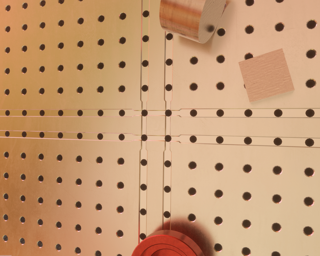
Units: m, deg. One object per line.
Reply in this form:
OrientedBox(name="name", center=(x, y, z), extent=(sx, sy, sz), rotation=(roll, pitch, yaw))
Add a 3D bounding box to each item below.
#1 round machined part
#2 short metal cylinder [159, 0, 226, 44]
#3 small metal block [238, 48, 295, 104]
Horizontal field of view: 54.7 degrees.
OrientedBox(name="round machined part", center=(0.014, 0.180, 0.398), extent=(0.098, 0.042, 0.097), rotation=(0, 90, 19))
OrientedBox(name="short metal cylinder", center=(0.041, -0.147, 0.368), extent=(0.050, 0.080, 0.080), rotation=(25, 98, 18))
OrientedBox(name="small metal block", center=(0.126, -0.060, 0.368), extent=(0.050, 0.025, 0.050), rotation=(-16, 85, 19))
